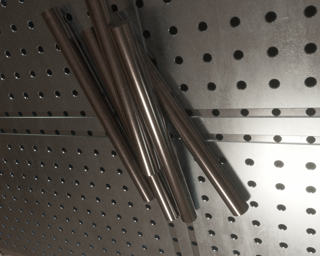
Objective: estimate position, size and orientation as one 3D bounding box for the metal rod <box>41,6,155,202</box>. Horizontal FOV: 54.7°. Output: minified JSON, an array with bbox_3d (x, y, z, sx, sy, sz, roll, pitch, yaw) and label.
[{"bbox_3d":[-0.077,-0.020,0.437,0.025,0.025,0.299,-13,112,33],"label":"metal rod"}]

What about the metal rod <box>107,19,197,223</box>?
[{"bbox_3d":[0.001,0.014,0.393,0.025,0.025,0.298,-1,126,28],"label":"metal rod"}]

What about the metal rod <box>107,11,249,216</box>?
[{"bbox_3d":[0.025,-0.009,0.391,0.025,0.025,0.299,-26,105,37],"label":"metal rod"}]

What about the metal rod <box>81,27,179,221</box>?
[{"bbox_3d":[-0.033,0.007,0.431,0.025,0.025,0.299,-9,114,32],"label":"metal rod"}]

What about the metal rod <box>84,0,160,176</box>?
[{"bbox_3d":[-0.048,-0.071,0.358,0.025,0.025,0.298,-1,120,28],"label":"metal rod"}]
